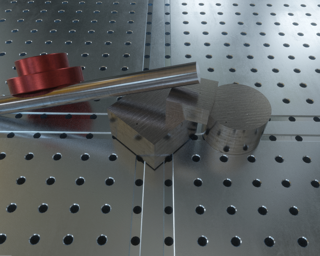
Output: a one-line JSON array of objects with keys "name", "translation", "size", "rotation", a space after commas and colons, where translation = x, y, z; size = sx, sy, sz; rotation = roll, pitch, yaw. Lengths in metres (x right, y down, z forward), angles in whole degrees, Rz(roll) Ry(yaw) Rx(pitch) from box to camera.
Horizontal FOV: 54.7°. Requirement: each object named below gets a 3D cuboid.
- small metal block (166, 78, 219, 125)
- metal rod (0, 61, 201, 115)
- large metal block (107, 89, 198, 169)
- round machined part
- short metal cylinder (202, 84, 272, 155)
[{"name": "small metal block", "translation": [0.039, -0.036, 0.370], "size": [0.050, 0.025, 0.050], "rotation": [15, 51, 11]}, {"name": "metal rod", "translation": [-0.101, -0.044, 0.387], "size": [0.301, 0.025, 0.025], "rotation": [-7, 48, 16]}, {"name": "large metal block", "translation": [-0.008, -0.009, 0.396], "size": [0.080, 0.050, 0.080], "rotation": [36, 58, 26]}, {"name": "round machined part", "translation": [-0.157, -0.076, 0.423], "size": [0.099, 0.042, 0.098], "rotation": [-10, 12, 2]}, {"name": "short metal cylinder", "translation": [0.097, -0.012, 0.403], "size": [0.081, 0.050, 0.080], "rotation": [0, 50, 0]}]
